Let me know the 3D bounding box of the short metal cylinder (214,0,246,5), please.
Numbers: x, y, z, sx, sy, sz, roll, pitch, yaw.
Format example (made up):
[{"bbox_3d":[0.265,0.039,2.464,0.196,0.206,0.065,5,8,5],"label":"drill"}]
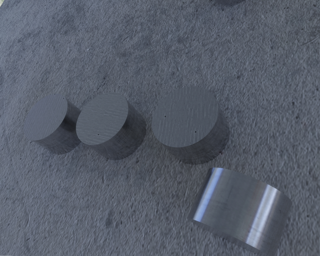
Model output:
[{"bbox_3d":[0.104,-0.231,0.456,0.080,0.080,0.050,-23,53,14],"label":"short metal cylinder"}]

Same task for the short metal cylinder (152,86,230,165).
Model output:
[{"bbox_3d":[0.037,-0.003,0.370,0.080,0.050,0.080,-13,56,21],"label":"short metal cylinder"}]

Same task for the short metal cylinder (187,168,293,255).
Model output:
[{"bbox_3d":[0.072,0.077,0.284,0.080,0.080,0.050,15,70,34],"label":"short metal cylinder"}]

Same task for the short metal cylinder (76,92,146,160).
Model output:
[{"bbox_3d":[-0.066,-0.002,0.424,0.080,0.050,0.080,-13,56,21],"label":"short metal cylinder"}]

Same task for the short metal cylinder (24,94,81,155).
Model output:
[{"bbox_3d":[-0.158,-0.006,0.475,0.080,0.050,0.080,-13,56,21],"label":"short metal cylinder"}]
